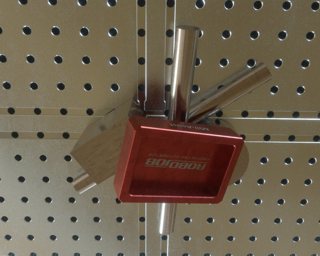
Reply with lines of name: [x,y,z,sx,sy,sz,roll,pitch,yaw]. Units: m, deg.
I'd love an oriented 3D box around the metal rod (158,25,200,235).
metal rod: [0.019,0.024,0.398,0.025,0.025,0.298,3,119,-2]

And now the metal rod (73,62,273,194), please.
metal rod: [0.009,0.006,0.416,0.300,0.025,0.025,-32,107,10]

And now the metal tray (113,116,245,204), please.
metal tray: [0.021,0.040,0.350,0.131,0.030,0.089,7,111,-23]

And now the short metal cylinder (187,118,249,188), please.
short metal cylinder: [0.072,0.033,0.412,0.081,0.050,0.079,0,110,-1]

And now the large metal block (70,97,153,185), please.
large metal block: [-0.055,0.013,0.387,0.080,0.080,0.050,-32,107,11]
